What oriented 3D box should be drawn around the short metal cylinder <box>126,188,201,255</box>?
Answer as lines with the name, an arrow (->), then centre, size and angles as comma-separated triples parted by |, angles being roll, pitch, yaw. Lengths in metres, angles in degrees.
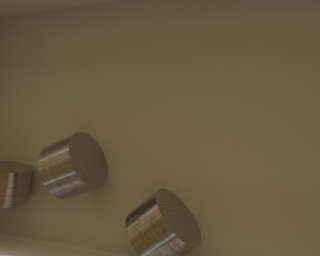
short metal cylinder -> 0.005, 0.122, 0.380 | 0.050, 0.080, 0.080 | -42, 77, 15

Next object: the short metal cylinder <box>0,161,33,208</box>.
short metal cylinder -> -0.237, 0.082, 0.465 | 0.080, 0.080, 0.050 | 9, 93, 20

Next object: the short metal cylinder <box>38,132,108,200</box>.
short metal cylinder -> -0.116, 0.051, 0.422 | 0.050, 0.080, 0.080 | -23, 83, 19
